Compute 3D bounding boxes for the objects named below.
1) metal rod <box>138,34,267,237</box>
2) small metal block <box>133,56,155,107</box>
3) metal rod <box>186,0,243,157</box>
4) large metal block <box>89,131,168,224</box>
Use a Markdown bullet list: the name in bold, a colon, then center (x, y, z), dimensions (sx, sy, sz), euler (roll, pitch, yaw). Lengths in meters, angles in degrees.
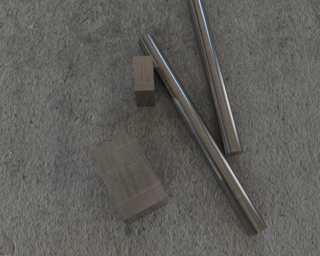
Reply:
- **metal rod**: center (0.047, -0.003, 0.409), dimensions (0.025, 0.025, 0.299), euler (-26, 72, -9)
- **small metal block**: center (-0.021, -0.062, 0.417), dimensions (0.025, 0.050, 0.050), euler (-3, 70, -2)
- **metal rod**: center (0.070, -0.105, 0.447), dimensions (0.025, 0.025, 0.299), euler (-9, 70, -4)
- **large metal block**: center (-0.034, 0.061, 0.356), dimensions (0.050, 0.080, 0.080), euler (-27, 73, -10)
